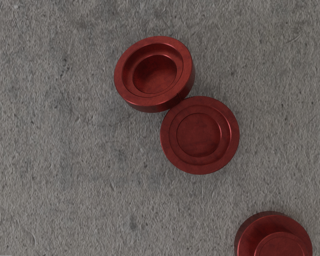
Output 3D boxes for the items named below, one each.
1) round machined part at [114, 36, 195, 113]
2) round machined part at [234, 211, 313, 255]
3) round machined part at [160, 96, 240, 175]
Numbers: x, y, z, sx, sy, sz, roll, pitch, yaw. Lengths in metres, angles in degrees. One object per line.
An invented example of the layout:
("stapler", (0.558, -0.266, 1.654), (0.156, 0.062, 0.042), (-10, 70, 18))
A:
("round machined part", (-0.004, -0.063, 0.388), (0.098, 0.042, 0.098), (-6, 67, 14))
("round machined part", (0.150, 0.162, 0.403), (0.099, 0.042, 0.097), (0, 90, 0))
("round machined part", (0.049, 0.009, 0.402), (0.099, 0.042, 0.097), (0, 90, 0))
